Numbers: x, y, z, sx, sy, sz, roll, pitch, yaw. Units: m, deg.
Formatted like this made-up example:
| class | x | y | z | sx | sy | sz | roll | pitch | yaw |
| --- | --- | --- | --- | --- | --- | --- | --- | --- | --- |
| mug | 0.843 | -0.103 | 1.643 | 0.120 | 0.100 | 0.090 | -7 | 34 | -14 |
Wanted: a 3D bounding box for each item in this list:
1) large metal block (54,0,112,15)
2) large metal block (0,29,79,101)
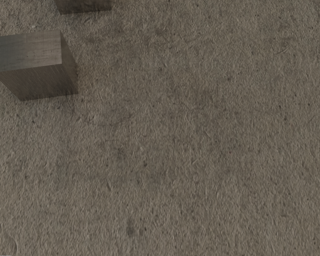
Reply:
| class | x | y | z | sx | sy | sz | roll | pitch | yaw |
| --- | --- | --- | --- | --- | --- | --- | --- | --- | --- |
| large metal block | -0.121 | -0.227 | 0.477 | 0.081 | 0.050 | 0.080 | -6 | 70 | -2 |
| large metal block | -0.159 | -0.079 | 0.407 | 0.081 | 0.080 | 0.050 | -8 | 71 | -3 |
